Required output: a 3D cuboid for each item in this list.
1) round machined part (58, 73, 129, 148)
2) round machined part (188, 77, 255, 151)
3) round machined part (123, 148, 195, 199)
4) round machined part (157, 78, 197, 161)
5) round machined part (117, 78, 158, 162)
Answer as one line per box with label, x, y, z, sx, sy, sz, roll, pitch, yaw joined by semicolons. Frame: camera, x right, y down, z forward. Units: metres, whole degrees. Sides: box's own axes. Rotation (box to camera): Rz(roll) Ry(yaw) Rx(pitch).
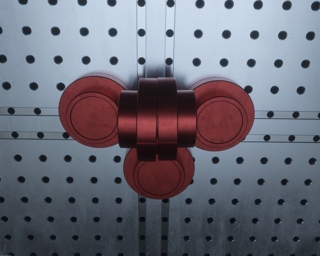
round machined part;-0.081;-0.018;0.396;0.099;0.042;0.097;0;110;-1
round machined part;0.073;-0.013;0.400;0.099;0.042;0.097;0;110;-1
round machined part;-0.001;0.057;0.425;0.099;0.042;0.097;0;110;-1
round machined part;0.019;-0.010;0.365;0.042;0.098;0.097;-1;110;0
round machined part;-0.025;-0.010;0.364;0.042;0.098;0.097;1;110;-1
